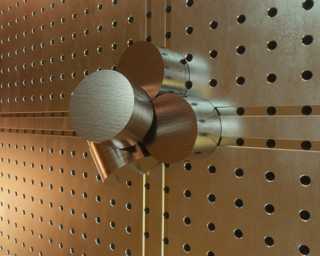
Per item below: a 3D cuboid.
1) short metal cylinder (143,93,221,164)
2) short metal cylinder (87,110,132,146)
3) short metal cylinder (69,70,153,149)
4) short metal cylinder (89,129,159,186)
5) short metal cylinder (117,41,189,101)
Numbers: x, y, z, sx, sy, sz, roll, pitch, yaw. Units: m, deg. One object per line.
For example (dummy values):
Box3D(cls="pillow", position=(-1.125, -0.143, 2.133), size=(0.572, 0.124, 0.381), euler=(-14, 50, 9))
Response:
Box3D(cls="short metal cylinder", position=(0.025, 0.001, 0.370), size=(0.080, 0.050, 0.079), euler=(0, 90, 39))
Box3D(cls="short metal cylinder", position=(-0.066, -0.007, 0.426), size=(0.080, 0.081, 0.050), euler=(-41, 65, 32))
Box3D(cls="short metal cylinder", position=(-0.055, -0.020, 0.352), size=(0.080, 0.050, 0.080), euler=(-5, 77, 21))
Box3D(cls="short metal cylinder", position=(-0.046, 0.035, 0.409), size=(0.080, 0.081, 0.050), euler=(-41, 66, 32))
Box3D(cls="short metal cylinder", position=(-0.010, -0.066, 0.398), size=(0.080, 0.050, 0.079), euler=(0, 90, 39))
